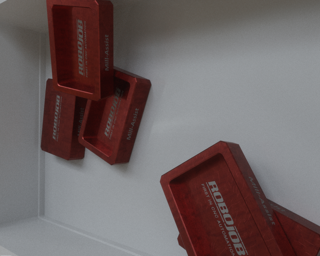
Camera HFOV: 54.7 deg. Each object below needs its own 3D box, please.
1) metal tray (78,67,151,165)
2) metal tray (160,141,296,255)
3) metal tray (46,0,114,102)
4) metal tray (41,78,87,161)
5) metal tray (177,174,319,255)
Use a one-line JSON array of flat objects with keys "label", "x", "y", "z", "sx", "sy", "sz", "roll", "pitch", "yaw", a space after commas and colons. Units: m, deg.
[{"label": "metal tray", "x": -0.071, "y": -0.022, "z": 0.459, "sx": 0.090, "sy": 0.030, "sz": 0.129, "roll": 27, "pitch": 107, "yaw": 36}, {"label": "metal tray", "x": 0.062, "y": 0.089, "z": 0.307, "sx": 0.090, "sy": 0.030, "sz": 0.130, "roll": -35, "pitch": 64, "yaw": 28}, {"label": "metal tray", "x": -0.109, "y": -0.109, "z": 0.428, "sx": 0.090, "sy": 0.030, "sz": 0.129, "roll": 15, "pitch": 115, "yaw": 26}, {"label": "metal tray", "x": -0.165, "y": -0.017, "z": 0.536, "sx": 0.090, "sy": 0.030, "sz": 0.129, "roll": 12, "pitch": 98, "yaw": 39}, {"label": "metal tray", "x": 0.089, "y": 0.115, "z": 0.323, "sx": 0.130, "sy": 0.030, "sz": 0.089, "roll": 26, "pitch": 100, "yaw": 36}]
